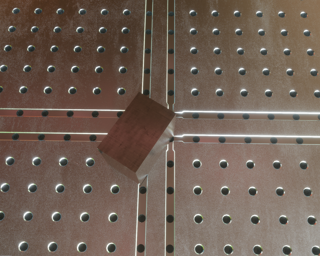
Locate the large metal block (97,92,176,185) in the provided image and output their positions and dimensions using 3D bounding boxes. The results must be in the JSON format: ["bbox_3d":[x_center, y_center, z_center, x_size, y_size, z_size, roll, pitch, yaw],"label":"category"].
[{"bbox_3d":[-0.025,0.016,0.377,0.050,0.080,0.080,31,73,11],"label":"large metal block"}]
